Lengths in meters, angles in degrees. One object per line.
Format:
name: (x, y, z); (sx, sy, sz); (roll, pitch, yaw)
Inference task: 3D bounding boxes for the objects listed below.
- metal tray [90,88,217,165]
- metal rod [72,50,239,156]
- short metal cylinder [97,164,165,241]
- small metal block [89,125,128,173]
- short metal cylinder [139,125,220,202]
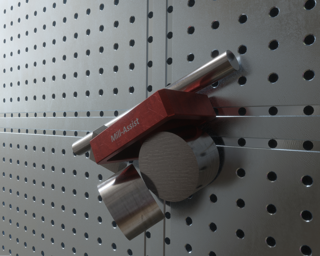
metal tray: (-0.010, 0.002, 0.370); (0.130, 0.091, 0.030); (-33, 70, 35)
metal rod: (-0.028, -0.020, 0.427); (0.299, 0.025, 0.025); (-27, 73, 36)
short metal cylinder: (-0.036, 0.092, 0.389); (0.050, 0.080, 0.080); (-31, 64, -9)
small metal block: (-0.072, 0.031, 0.447); (0.050, 0.025, 0.050); (26, 123, 17)
short metal cylinder: (0.022, 0.040, 0.363); (0.080, 0.050, 0.079); (7, 103, 35)
